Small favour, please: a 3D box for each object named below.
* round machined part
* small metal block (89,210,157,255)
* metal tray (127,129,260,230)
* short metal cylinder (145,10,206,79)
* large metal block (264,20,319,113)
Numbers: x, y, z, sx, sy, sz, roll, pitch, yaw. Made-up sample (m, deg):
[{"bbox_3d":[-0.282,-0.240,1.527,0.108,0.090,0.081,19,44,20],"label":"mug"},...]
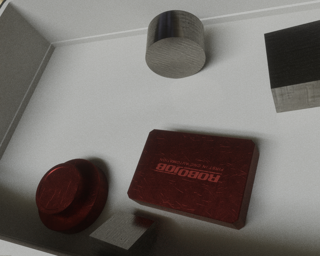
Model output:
[{"bbox_3d":[-0.121,0.085,0.405,0.098,0.042,0.098,-13,56,20],"label":"round machined part"},{"bbox_3d":[-0.039,0.119,0.334,0.050,0.025,0.050,7,22,30],"label":"small metal block"},{"bbox_3d":[0.036,0.053,0.350,0.130,0.030,0.090,6,64,30],"label":"metal tray"},{"bbox_3d":[0.022,-0.113,0.427,0.080,0.080,0.050,-11,57,22],"label":"short metal cylinder"},{"bbox_3d":[0.165,-0.069,0.345,0.080,0.050,0.080,-9,58,23],"label":"large metal block"}]
